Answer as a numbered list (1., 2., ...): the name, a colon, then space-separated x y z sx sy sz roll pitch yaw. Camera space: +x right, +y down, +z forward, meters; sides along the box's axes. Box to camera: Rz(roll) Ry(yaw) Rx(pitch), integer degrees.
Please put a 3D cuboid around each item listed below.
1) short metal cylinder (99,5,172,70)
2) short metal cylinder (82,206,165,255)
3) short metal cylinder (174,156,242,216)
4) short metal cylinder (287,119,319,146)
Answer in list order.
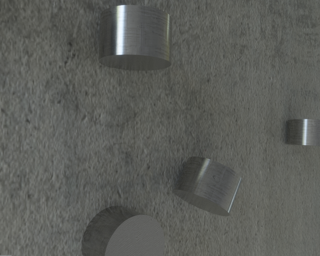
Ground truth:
1. short metal cylinder: -0.027 -0.097 0.348 0.081 0.080 0.050 2 89 -40
2. short metal cylinder: -0.041 0.135 0.356 0.081 0.050 0.079 0 90 -40
3. short metal cylinder: 0.066 0.081 0.427 0.080 0.080 0.050 40 65 -33
4. short metal cylinder: 0.300 0.011 0.624 0.081 0.080 0.050 6 87 -40
